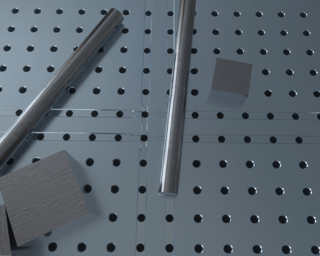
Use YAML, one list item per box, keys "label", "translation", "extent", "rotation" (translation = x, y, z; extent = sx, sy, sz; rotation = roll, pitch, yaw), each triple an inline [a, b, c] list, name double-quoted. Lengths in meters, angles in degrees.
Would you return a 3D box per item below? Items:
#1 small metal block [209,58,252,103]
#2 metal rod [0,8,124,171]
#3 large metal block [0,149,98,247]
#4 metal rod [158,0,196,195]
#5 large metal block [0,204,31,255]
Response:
- label: "small metal block"
  translation: [0.099, -0.067, 0.437]
  extent: [0.050, 0.025, 0.050]
  rotation: [11, 70, 4]
- label: "metal rod"
  translation: [-0.146, -0.054, 0.430]
  extent: [0.025, 0.025, 0.300]
  rotation: [31, 73, 10]
- label: "large metal block"
  translation: [-0.131, 0.083, 0.367]
  extent: [0.080, 0.050, 0.080]
  rotation: [-24, 72, -9]
- label: "metal rod"
  translation: [0.027, -0.058, 0.433]
  extent: [0.025, 0.025, 0.299]
  rotation: [6, 70, 2]
- label: "large metal block"
  translation: [-0.197, 0.139, 0.346]
  extent: [0.080, 0.050, 0.080]
  rotation: [-16, 71, -6]
